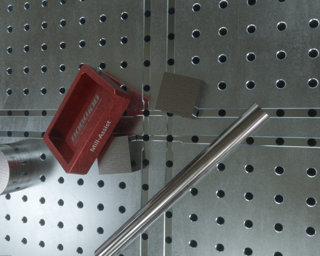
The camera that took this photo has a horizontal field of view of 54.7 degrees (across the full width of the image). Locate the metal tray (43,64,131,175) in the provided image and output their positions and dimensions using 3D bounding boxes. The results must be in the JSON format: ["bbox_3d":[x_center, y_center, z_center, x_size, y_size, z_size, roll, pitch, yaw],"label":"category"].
[{"bbox_3d":[-0.105,-0.012,0.430,0.090,0.030,0.129,40,103,37],"label":"metal tray"}]

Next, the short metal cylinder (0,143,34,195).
[{"bbox_3d":[-0.248,0.065,0.487,0.080,0.050,0.080,0,90,20],"label":"short metal cylinder"}]

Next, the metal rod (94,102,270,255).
[{"bbox_3d":[0.019,0.081,0.405,0.299,0.025,0.025,-45,76,14],"label":"metal rod"}]

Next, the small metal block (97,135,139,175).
[{"bbox_3d":[-0.060,0.038,0.434,0.050,0.025,0.050,-7,88,19],"label":"small metal block"}]

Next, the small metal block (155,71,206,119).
[{"bbox_3d":[0.026,-0.042,0.403,0.050,0.025,0.050,16,95,19],"label":"small metal block"}]
